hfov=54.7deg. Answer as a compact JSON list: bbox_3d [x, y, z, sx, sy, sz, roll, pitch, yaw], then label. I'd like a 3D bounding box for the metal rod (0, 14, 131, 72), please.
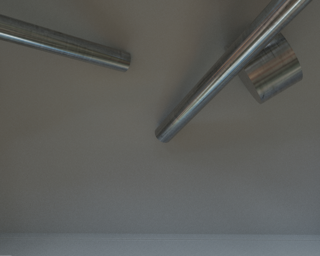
[{"bbox_3d":[-0.170,-0.103,0.306,0.302,0.025,0.025,10,112,-31],"label":"metal rod"}]

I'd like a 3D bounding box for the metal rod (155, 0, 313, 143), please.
[{"bbox_3d":[0.075,-0.069,0.312,0.025,0.025,0.298,31,136,-11],"label":"metal rod"}]

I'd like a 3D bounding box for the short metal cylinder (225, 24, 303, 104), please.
[{"bbox_3d":[0.117,-0.074,0.356,0.050,0.080,0.080,-32,107,11],"label":"short metal cylinder"}]
